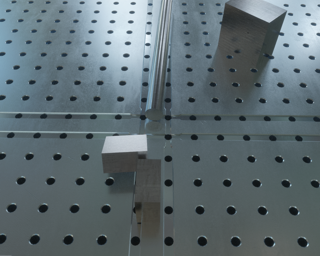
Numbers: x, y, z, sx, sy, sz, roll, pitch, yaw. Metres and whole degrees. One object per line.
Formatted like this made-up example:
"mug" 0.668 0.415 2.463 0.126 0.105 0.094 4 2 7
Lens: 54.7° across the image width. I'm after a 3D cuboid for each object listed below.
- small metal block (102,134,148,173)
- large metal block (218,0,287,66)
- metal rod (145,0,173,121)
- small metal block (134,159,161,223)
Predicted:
"small metal block" -0.040 0.030 0.368 0.050 0.025 0.050 -3 20 -3
"large metal block" 0.149 -0.163 0.511 0.050 0.080 0.080 -37 60 -27
"metal rod" 0.003 -0.133 0.518 0.025 0.025 0.300 3 50 2
"small metal block" -0.012 0.068 0.334 0.025 0.050 0.050 1 50 0
